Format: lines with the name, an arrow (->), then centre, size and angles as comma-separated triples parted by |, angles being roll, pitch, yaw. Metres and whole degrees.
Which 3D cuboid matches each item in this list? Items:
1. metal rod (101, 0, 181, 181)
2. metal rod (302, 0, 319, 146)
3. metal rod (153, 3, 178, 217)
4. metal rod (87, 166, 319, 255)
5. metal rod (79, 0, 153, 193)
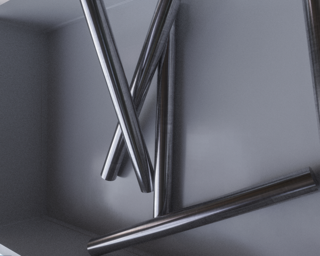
metal rod -> -0.028, -0.050, 0.405 | 0.025, 0.025, 0.298 | 41, 122, 32
metal rod -> 0.155, -0.006, 0.278 | 0.025, 0.025, 0.298 | -8, 85, 40
metal rod -> 0.007, -0.015, 0.401 | 0.025, 0.025, 0.298 | 3, 92, 40
metal rod -> 0.027, 0.107, 0.359 | 0.300, 0.025, 0.025 | -27, 73, 28
metal rod -> -0.051, -0.054, 0.371 | 0.025, 0.025, 0.298 | 2, 116, 40
